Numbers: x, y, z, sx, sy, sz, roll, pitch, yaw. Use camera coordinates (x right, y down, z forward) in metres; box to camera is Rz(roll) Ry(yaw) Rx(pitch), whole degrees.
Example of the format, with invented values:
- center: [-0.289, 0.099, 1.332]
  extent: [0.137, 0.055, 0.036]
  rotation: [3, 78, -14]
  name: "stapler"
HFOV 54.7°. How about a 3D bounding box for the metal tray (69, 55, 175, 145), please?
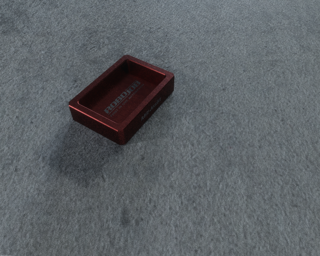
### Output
- center: [-0.050, -0.045, 0.436]
  extent: [0.090, 0.030, 0.131]
  rotation: [26, 55, 20]
  name: "metal tray"
